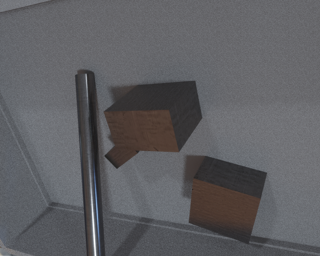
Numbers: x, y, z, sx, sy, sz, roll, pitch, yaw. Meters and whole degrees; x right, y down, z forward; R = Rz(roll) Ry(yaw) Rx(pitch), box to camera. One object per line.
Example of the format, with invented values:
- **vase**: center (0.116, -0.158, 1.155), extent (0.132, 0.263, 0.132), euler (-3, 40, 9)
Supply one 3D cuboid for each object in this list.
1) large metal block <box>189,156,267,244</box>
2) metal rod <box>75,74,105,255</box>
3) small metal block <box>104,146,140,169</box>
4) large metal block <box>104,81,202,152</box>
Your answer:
- **large metal block**: center (0.087, 0.092, 0.403), extent (0.080, 0.050, 0.079), euler (14, 124, 19)
- **metal rod**: center (-0.094, 0.077, 0.426), extent (0.025, 0.025, 0.298), euler (-2, 93, 28)
- **small metal block**: center (-0.042, 0.023, 0.427), extent (0.025, 0.050, 0.050), euler (48, 129, -5)
- **large metal block**: center (-0.005, -0.015, 0.365), extent (0.080, 0.080, 0.050), euler (0, 118, 28)
